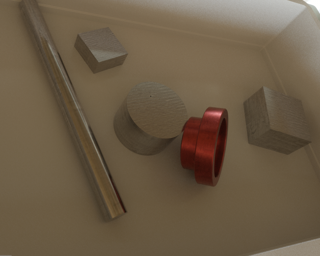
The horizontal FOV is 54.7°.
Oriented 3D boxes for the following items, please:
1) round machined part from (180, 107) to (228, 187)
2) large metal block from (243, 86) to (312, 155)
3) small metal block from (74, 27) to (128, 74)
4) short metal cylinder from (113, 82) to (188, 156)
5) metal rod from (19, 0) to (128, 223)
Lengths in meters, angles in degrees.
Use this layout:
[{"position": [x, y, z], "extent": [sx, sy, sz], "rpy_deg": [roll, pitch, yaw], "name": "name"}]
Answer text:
[{"position": [0.056, 0.022, 0.390], "extent": [0.042, 0.098, 0.098], "rpy_deg": [8, 49, 19], "name": "round machined part"}, {"position": [0.187, -0.011, 0.500], "extent": [0.081, 0.050, 0.080], "rpy_deg": [16, 55, -20], "name": "large metal block"}, {"position": [-0.081, -0.108, 0.429], "extent": [0.050, 0.025, 0.050], "rpy_deg": [-29, 78, -38], "name": "small metal block"}, {"position": [-0.012, -0.011, 0.391], "extent": [0.081, 0.050, 0.080], "rpy_deg": [14, 56, -21], "name": "short metal cylinder"}, {"position": [-0.110, -0.034, 0.367], "extent": [0.025, 0.025, 0.299], "rpy_deg": [-15, 70, -34], "name": "metal rod"}]
